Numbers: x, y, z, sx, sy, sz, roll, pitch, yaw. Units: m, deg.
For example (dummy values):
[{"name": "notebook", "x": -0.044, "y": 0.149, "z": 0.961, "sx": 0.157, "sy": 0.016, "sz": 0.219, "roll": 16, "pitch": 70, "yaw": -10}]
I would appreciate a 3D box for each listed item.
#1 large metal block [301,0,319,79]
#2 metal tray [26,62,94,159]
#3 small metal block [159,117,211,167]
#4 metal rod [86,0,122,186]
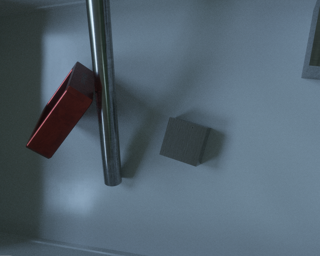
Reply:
[{"name": "large metal block", "x": 0.183, "y": -0.094, "z": 0.317, "sx": 0.050, "sy": 0.080, "sz": 0.079, "roll": 10, "pitch": 93, "yaw": 19}, {"name": "metal tray", "x": -0.123, "y": -0.029, "z": 0.401, "sx": 0.030, "sy": 0.130, "sz": 0.090, "roll": 34, "pitch": 104, "yaw": -22}, {"name": "small metal block", "x": 0.033, "y": 0.017, "z": 0.398, "sx": 0.050, "sy": 0.025, "sz": 0.050, "roll": 17, "pitch": 96, "yaw": 18}, {"name": "metal rod", "x": -0.066, "y": -0.059, "z": 0.368, "sx": 0.025, "sy": 0.025, "sz": 0.298, "roll": 10, "pitch": 118, "yaw": 19}]
